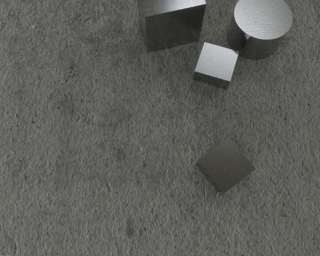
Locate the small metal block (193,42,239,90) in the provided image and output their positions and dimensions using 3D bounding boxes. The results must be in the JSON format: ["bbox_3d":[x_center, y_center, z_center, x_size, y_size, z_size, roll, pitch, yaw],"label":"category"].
[{"bbox_3d":[0.079,-0.088,0.441,0.050,0.025,0.050,18,71,6],"label":"small metal block"}]

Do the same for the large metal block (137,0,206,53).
[{"bbox_3d":[0.014,-0.158,0.437,0.081,0.080,0.050,-14,71,-5],"label":"large metal block"}]

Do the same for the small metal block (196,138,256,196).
[{"bbox_3d":[0.082,0.049,0.391,0.050,0.025,0.050,-34,74,-12],"label":"small metal block"}]

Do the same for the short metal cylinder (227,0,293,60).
[{"bbox_3d":[0.142,-0.147,0.450,0.081,0.050,0.080,0,70,0],"label":"short metal cylinder"}]
